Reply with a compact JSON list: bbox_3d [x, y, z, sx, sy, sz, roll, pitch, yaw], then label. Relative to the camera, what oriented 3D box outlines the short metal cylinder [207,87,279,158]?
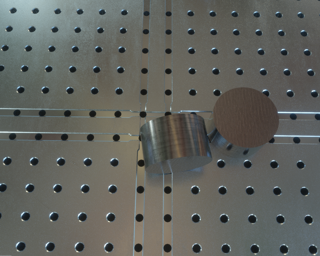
[{"bbox_3d":[0.105,-0.006,0.402,0.081,0.050,0.080,0,70,0],"label":"short metal cylinder"}]

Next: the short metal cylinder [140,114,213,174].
[{"bbox_3d":[0.019,0.021,0.375,0.081,0.080,0.050,-8,71,-3],"label":"short metal cylinder"}]
